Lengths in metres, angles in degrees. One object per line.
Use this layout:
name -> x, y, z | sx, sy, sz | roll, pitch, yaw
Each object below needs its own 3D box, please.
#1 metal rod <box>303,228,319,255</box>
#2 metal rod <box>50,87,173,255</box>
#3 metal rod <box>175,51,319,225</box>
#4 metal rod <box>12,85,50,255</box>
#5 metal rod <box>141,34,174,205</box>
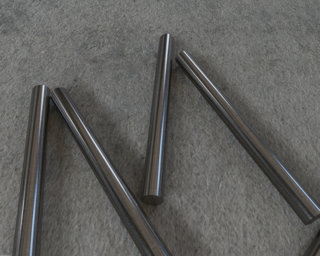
metal rod -> 0.182, 0.103, 0.318 | 0.025, 0.025, 0.302 | 36, 58, 26
metal rod -> -0.064, 0.050, 0.360 | 0.025, 0.025, 0.300 | -26, 55, -20
metal rod -> 0.099, -0.009, 0.412 | 0.025, 0.025, 0.300 | -20, 53, -16
metal rod -> -0.143, 0.060, 0.350 | 0.025, 0.025, 0.300 | -8, 50, -7
metal rod -> 0.001, -0.036, 0.433 | 0.025, 0.025, 0.300 | 3, 50, 2
